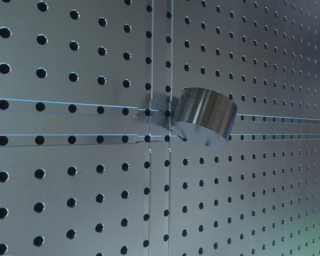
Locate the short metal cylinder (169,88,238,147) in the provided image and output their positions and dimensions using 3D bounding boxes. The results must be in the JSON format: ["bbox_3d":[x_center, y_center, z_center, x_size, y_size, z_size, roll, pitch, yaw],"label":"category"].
[{"bbox_3d":[0.059,-0.013,0.422,0.080,0.080,0.050,33,70,-35],"label":"short metal cylinder"}]
